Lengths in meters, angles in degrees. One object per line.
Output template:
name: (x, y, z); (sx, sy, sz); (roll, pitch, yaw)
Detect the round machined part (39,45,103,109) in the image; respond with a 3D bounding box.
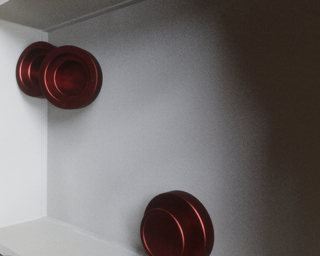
round machined part: (-0.137, -0.078, 0.492); (0.098, 0.042, 0.097); (1, 94, 13)

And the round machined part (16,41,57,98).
round machined part: (-0.204, -0.100, 0.552); (0.098, 0.042, 0.097); (-2, 85, 22)

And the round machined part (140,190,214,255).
round machined part: (0.014, 0.130, 0.384); (0.098, 0.042, 0.097); (0, 90, 40)
